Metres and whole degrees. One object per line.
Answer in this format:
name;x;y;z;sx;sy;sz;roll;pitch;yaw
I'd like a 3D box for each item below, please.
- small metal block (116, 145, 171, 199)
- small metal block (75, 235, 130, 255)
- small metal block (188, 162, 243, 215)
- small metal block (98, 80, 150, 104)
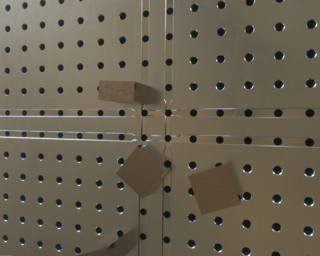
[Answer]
small metal block;-0.022;0.058;0.419;0.050;0.025;0.050;41;103;15
small metal block;-0.078;0.173;0.426;0.050;0.050;0.025;-21;83;18
small metal block;0.070;0.075;0.388;0.050;0.025;0.050;-21;83;18
small metal block;-0.047;-0.047;0.415;0.050;0.050;0.025;5;92;19
